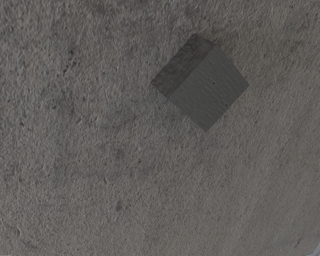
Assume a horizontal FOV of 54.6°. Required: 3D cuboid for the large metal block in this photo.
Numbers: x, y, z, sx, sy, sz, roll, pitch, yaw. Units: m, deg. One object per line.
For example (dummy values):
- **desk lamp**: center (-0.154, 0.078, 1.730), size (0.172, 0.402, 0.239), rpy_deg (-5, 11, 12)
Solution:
- **large metal block**: center (0.050, -0.054, 0.383), size (0.080, 0.050, 0.080), rpy_deg (-48, 129, 6)
